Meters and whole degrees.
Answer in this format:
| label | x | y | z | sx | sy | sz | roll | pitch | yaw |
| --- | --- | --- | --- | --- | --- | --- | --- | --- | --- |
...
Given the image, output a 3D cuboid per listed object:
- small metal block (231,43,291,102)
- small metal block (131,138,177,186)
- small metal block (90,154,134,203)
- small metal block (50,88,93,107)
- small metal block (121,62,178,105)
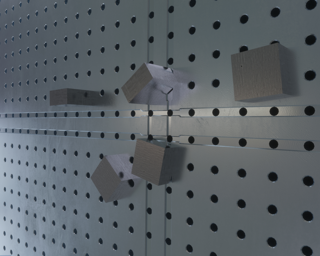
| label | x | y | z | sx | sy | sz | roll | pitch | yaw |
| --- | --- | --- | --- | --- | --- | --- | --- | --- | --- |
| small metal block | 0.105 | -0.056 | 0.324 | 0.050 | 0.025 | 0.050 | -7 | 86 | 40 |
| small metal block | -0.009 | 0.044 | 0.418 | 0.050 | 0.025 | 0.050 | 17 | 101 | 39 |
| small metal block | -0.074 | 0.076 | 0.472 | 0.050 | 0.025 | 0.050 | 50 | 119 | 28 |
| small metal block | -0.147 | -0.049 | 0.516 | 0.050 | 0.050 | 0.025 | -1 | 90 | 40 |
| small metal block | -0.013 | -0.056 | 0.405 | 0.050 | 0.050 | 0.025 | -41 | 65 | 32 |
